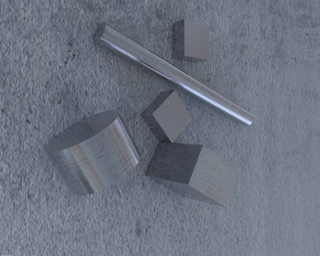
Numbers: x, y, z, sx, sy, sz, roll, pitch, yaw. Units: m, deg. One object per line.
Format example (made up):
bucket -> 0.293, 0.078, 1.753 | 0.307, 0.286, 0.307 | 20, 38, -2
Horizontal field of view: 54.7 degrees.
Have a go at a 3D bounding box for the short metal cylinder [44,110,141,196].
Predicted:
short metal cylinder -> -0.067, 0.023, 0.314 | 0.080, 0.080, 0.050 | -38, 114, -34

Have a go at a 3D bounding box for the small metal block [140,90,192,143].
small metal block -> 0.010, -0.015, 0.415 | 0.050, 0.025, 0.050 | -49, 119, -29

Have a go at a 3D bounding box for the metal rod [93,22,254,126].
metal rod -> 0.041, -0.061, 0.441 | 0.302, 0.025, 0.025 | 23, 76, -38

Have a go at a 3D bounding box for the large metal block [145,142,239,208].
large metal block -> 0.042, 0.060, 0.406 | 0.080, 0.080, 0.050 | 36, 68, -35

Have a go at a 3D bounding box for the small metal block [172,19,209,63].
small metal block -> 0.044, -0.123, 0.444 | 0.050, 0.025, 0.050 | -1, 91, -40
